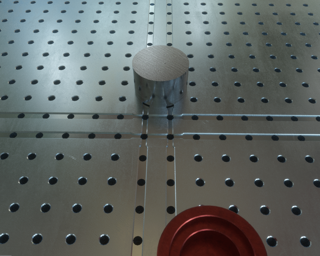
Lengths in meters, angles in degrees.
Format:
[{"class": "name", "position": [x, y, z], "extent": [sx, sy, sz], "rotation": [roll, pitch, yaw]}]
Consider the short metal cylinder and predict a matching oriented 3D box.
[{"class": "short metal cylinder", "position": [0.001, -0.077, 0.456], "extent": [0.081, 0.050, 0.080], "rotation": [0, 50, 0]}]

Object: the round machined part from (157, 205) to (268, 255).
[{"class": "round machined part", "position": [0.047, 0.127, 0.290], "extent": [0.099, 0.042, 0.098], "rotation": [0, 50, 0]}]
